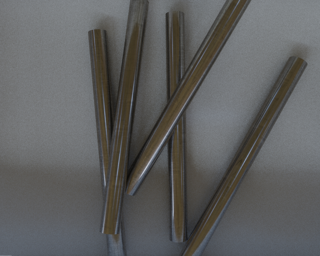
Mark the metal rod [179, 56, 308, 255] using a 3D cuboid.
[{"bbox_3d":[0.110,0.041,0.406,0.025,0.025,0.299,30,88,0],"label":"metal rod"}]

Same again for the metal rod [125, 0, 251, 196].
[{"bbox_3d":[0.032,-0.046,0.379,0.025,0.025,0.299,30,101,0],"label":"metal rod"}]

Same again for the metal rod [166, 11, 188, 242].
[{"bbox_3d":[0.022,-0.002,0.411,0.025,0.025,0.298,-1,90,0],"label":"metal rod"}]

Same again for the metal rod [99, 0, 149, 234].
[{"bbox_3d":[-0.044,-0.020,0.396,0.025,0.025,0.298,7,84,0],"label":"metal rod"}]

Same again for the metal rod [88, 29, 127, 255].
[{"bbox_3d":[-0.069,0.022,0.410,0.025,0.025,0.298,-5,90,0],"label":"metal rod"}]
